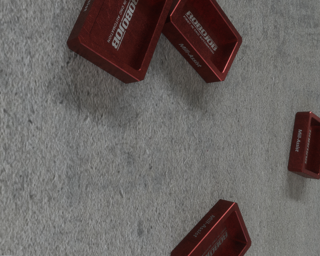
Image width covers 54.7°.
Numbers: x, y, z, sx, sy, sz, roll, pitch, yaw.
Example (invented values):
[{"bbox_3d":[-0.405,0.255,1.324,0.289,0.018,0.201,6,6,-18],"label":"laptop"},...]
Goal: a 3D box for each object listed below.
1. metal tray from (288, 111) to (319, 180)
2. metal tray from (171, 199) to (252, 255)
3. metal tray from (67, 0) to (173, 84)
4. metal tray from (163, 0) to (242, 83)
[{"bbox_3d":[0.321,0.039,0.669,0.091,0.030,0.129,22,76,-38],"label":"metal tray"},{"bbox_3d":[0.082,0.183,0.470,0.131,0.030,0.090,-36,112,-34],"label":"metal tray"},{"bbox_3d":[-0.041,-0.130,0.365,0.090,0.030,0.130,30,72,-36],"label":"metal tray"},{"bbox_3d":[0.063,-0.139,0.452,0.130,0.030,0.090,41,65,-32],"label":"metal tray"}]
